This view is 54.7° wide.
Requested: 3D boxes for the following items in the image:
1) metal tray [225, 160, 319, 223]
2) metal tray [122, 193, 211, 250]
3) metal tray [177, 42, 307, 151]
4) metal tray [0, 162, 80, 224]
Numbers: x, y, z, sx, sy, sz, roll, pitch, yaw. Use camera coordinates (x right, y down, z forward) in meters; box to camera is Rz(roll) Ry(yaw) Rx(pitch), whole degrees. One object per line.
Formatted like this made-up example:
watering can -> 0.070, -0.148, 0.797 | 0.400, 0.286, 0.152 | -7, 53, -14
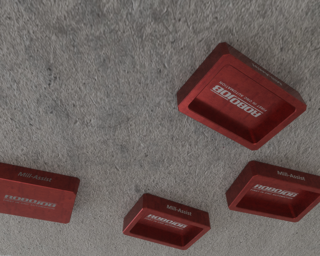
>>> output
metal tray -> 0.183, 0.104, 0.493 | 0.131, 0.030, 0.089 | 14, 129, -12
metal tray -> 0.011, 0.169, 0.547 | 0.131, 0.030, 0.089 | 22, 127, -18
metal tray -> 0.097, -0.032, 0.376 | 0.131, 0.030, 0.090 | 27, 125, -21
metal tray -> -0.201, 0.106, 0.492 | 0.131, 0.030, 0.089 | 14, 129, -12
